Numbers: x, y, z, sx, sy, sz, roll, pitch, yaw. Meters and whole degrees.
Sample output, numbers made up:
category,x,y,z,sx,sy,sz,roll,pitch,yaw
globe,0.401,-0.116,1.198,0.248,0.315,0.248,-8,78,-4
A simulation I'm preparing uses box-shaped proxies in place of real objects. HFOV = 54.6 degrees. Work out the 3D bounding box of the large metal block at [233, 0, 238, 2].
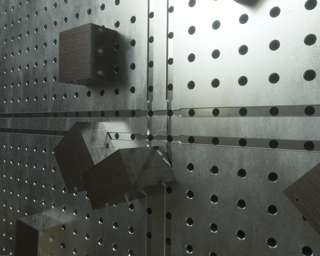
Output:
category,x,y,z,sx,sy,sz,roll,pitch,yaw
large metal block,0.073,-0.200,0.333,0.080,0.050,0.080,-49,61,29

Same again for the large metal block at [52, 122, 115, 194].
category,x,y,z,sx,sy,sz,roll,pitch,yaw
large metal block,-0.117,0.046,0.491,0.080,0.050,0.080,-43,64,31

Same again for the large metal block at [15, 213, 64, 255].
category,x,y,z,sx,sy,sz,roll,pitch,yaw
large metal block,-0.227,0.214,0.583,0.080,0.050,0.080,5,93,40

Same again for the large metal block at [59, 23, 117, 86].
category,x,y,z,sx,sy,sz,roll,pitch,yaw
large metal block,-0.115,-0.112,0.490,0.080,0.050,0.080,1,91,40

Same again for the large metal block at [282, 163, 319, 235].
category,x,y,z,sx,sy,sz,roll,pitch,yaw
large metal block,0.167,0.058,0.255,0.080,0.050,0.080,-50,60,28

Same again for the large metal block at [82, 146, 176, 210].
category,x,y,z,sx,sy,sz,roll,pitch,yaw
large metal block,-0.041,0.064,0.408,0.080,0.081,0.050,-33,69,35
